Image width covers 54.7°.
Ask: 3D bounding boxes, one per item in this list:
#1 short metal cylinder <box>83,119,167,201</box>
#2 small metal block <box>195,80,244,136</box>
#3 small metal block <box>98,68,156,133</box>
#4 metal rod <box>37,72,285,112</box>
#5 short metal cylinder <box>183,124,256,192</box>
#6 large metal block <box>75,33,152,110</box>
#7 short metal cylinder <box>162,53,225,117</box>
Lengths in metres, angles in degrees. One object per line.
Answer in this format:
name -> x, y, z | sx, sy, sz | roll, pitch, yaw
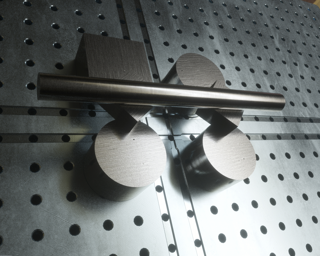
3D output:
short metal cylinder -> -0.040, 0.036, 0.347 | 0.081, 0.050, 0.080 | 14, 56, -21
small metal block -> 0.081, -0.027, 0.404 | 0.050, 0.025, 0.050 | 35, 51, -5
small metal block -> -0.033, -0.032, 0.346 | 0.050, 0.025, 0.050 | 42, 51, 1
metal rod -> 0.025, -0.036, 0.347 | 0.303, 0.025, 0.025 | 1, 62, -28
short metal cylinder -> 0.078, 0.039, 0.410 | 0.081, 0.050, 0.080 | 14, 56, -21
large metal block -> -0.061, -0.070, 0.401 | 0.081, 0.050, 0.080 | 1, 61, -28
short metal cylinder -> 0.048, -0.063, 0.456 | 0.081, 0.050, 0.080 | 14, 56, -21
